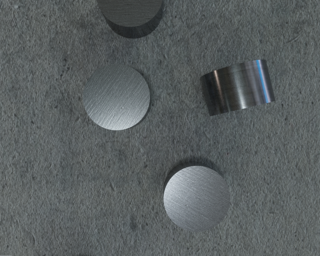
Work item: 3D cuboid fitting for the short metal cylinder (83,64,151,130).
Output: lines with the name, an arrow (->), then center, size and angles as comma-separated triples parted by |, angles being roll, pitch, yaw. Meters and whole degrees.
short metal cylinder -> -0.052, -0.037, 0.397 | 0.081, 0.050, 0.080 | 0, 90, 0

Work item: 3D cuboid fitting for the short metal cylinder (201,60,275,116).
short metal cylinder -> 0.095, -0.048, 0.383 | 0.080, 0.080, 0.050 | -13, 90, 0

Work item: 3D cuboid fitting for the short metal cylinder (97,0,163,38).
short metal cylinder -> -0.036, -0.161, 0.397 | 0.081, 0.050, 0.080 | 0, 90, 0

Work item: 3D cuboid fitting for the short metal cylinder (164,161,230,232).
short metal cylinder -> 0.045, 0.085, 0.398 | 0.081, 0.050, 0.080 | 0, 90, 0
